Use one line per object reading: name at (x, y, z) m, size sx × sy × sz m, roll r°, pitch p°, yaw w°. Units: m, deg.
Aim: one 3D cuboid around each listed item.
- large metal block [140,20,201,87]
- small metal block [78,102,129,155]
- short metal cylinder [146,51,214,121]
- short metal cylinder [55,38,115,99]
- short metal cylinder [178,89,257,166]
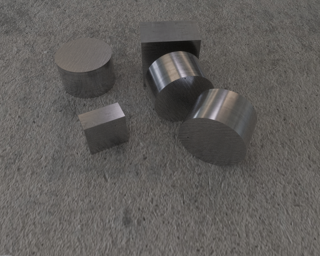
large metal block at (0.013, -0.109, 0.459) m, size 0.081 × 0.080 × 0.050 m, roll -4°, pitch 50°, yaw -3°
small metal block at (-0.069, 0.001, 0.385) m, size 0.050 × 0.050 × 0.025 m, roll -20°, pitch 53°, yaw -16°
short metal cylinder at (0.026, -0.054, 0.413) m, size 0.081 × 0.080 × 0.050 m, roll -12°, pitch 51°, yaw -10°
short metal cylinder at (-0.109, -0.090, 0.461) m, size 0.081 × 0.050 × 0.080 m, roll 0°, pitch 50°, yaw 0°
short metal cylinder at (0.069, 0.000, 0.368) m, size 0.080 × 0.080 × 0.050 m, roll 19°, pitch 53°, yaw 15°
